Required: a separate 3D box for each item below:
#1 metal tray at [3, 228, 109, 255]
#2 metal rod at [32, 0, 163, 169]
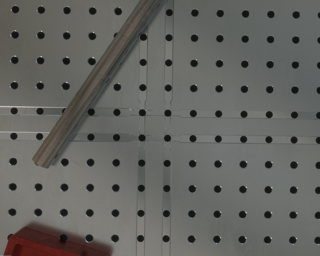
[{"bbox_3d":[-0.142,0.197,0.409,0.131,0.030,0.090,18,90,-1],"label":"metal tray"},{"bbox_3d":[-0.074,-0.077,0.412,0.025,0.025,0.299,34,90,-1],"label":"metal rod"}]
